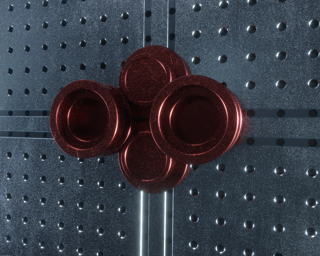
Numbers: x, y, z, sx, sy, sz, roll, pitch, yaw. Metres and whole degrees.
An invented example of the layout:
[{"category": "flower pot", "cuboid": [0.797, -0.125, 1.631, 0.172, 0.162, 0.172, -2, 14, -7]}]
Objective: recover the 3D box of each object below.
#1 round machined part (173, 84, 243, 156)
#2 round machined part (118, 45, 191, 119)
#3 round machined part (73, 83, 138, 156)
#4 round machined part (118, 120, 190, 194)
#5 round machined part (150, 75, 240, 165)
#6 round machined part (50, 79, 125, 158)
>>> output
[{"category": "round machined part", "cuboid": [0.053, -0.010, 0.384, 0.098, 0.042, 0.097, 0, 90, 20]}, {"category": "round machined part", "cuboid": [-0.011, -0.060, 0.407, 0.098, 0.042, 0.097, 0, 90, 20]}, {"category": "round machined part", "cuboid": [-0.075, -0.011, 0.430, 0.098, 0.042, 0.097, 0, 90, 20]}, {"category": "round machined part", "cuboid": [-0.011, 0.038, 0.407, 0.098, 0.042, 0.097, 0, 90, 20]}, {"category": "round machined part", "cuboid": [0.042, -0.009, 0.354, 0.098, 0.042, 0.097, 0, 90, 20]}, {"category": "round machined part", "cuboid": [-0.089, -0.011, 0.401, 0.098, 0.042, 0.097, 0, 90, 20]}]
